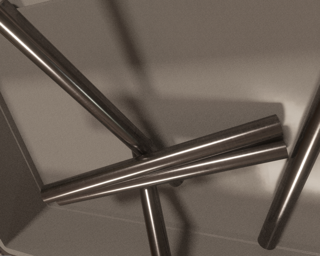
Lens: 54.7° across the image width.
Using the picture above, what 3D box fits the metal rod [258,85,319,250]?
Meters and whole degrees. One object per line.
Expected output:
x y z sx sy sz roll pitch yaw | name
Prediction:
0.159 0.034 0.345 0.025 0.025 0.298 18 125 17 | metal rod

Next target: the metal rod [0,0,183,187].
-0.057 -0.014 0.352 0.025 0.025 0.300 -13 136 33 | metal rod

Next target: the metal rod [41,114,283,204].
-0.009 0.042 0.373 0.301 0.025 0.025 -18 110 13 | metal rod

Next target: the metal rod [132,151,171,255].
0.001 0.158 0.397 0.025 0.025 0.299 -24 70 36 | metal rod

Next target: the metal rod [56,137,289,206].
0.001 0.059 0.390 0.301 0.025 0.025 -15 112 16 | metal rod
